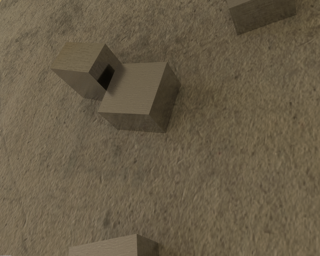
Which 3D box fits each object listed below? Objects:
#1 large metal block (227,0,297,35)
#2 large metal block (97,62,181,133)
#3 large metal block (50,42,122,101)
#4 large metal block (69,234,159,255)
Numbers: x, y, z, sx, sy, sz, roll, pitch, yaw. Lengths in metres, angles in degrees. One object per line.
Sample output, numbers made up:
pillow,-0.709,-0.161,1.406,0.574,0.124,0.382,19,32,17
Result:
large metal block,0.135,-0.188,0.432,0.080,0.050,0.080,-15,56,19
large metal block,-0.026,-0.042,0.426,0.080,0.050,0.080,4,64,29
large metal block,-0.102,-0.083,0.471,0.080,0.080,0.050,12,68,32
large metal block,-0.046,0.160,0.313,0.080,0.050,0.080,-17,55,18
